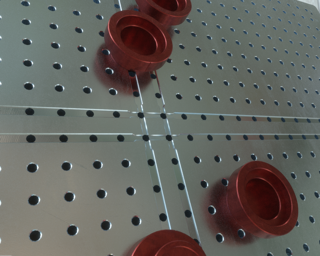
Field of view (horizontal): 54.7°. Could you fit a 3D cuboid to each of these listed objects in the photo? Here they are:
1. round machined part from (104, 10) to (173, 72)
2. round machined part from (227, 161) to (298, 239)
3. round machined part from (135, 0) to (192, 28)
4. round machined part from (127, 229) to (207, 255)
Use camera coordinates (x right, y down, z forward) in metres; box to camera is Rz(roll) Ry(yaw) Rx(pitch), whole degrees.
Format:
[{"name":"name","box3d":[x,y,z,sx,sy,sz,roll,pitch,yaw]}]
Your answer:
[{"name":"round machined part","box3d":[-0.034,-0.121,0.454,0.099,0.042,0.098,14,56,-21]},{"name":"round machined part","box3d":[0.130,0.096,0.411,0.099,0.042,0.098,14,56,-21]},{"name":"round machined part","box3d":[0.001,-0.211,0.528,0.099,0.042,0.098,14,56,-21]},{"name":"round machined part","box3d":[0.013,0.152,0.313,0.099,0.042,0.098,14,56,-21]}]
